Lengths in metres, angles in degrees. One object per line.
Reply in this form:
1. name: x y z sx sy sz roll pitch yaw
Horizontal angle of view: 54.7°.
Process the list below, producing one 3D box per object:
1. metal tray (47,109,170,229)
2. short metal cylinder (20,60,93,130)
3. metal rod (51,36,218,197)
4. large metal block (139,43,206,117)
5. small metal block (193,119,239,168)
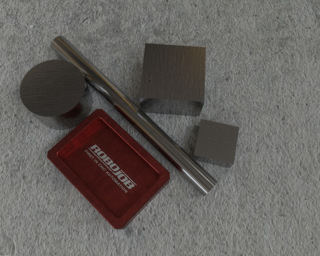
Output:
1. metal tray: -0.063 0.049 0.388 0.130 0.030 0.090 42 75 13
2. short metal cylinder: -0.134 -0.043 0.410 0.081 0.050 0.080 0 70 0
3. metal rod: -0.043 -0.024 0.417 0.025 0.025 0.300 -43 76 -14
4. large metal block: 0.018 -0.064 0.420 0.081 0.050 0.080 4 70 1
5. small metal block: 0.072 0.020 0.403 0.050 0.025 0.050 12 70 4
